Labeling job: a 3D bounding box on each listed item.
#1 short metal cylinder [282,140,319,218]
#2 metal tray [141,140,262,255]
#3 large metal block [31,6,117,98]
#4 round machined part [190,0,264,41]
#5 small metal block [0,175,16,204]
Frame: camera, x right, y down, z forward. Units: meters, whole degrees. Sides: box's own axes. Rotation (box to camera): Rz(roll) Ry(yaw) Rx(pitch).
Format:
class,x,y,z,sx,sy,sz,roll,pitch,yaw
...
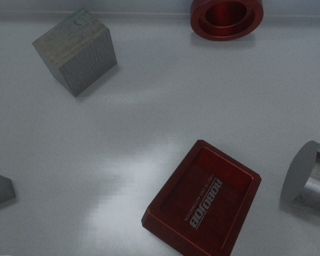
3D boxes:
class,x,y,z,sx,sy,sz,roll,pitch,yaw
short metal cylinder,0.186,0.061,0.361,0.050,0.080,0.080,24,72,8
metal tray,0.051,0.079,0.348,0.090,0.030,0.131,32,45,11
large metal block,-0.109,-0.099,0.415,0.050,0.080,0.080,43,75,14
round machined part,0.092,-0.167,0.433,0.099,0.098,0.042,0,71,0
small metal block,-0.209,0.078,0.365,0.050,0.050,0.025,-24,72,-9
